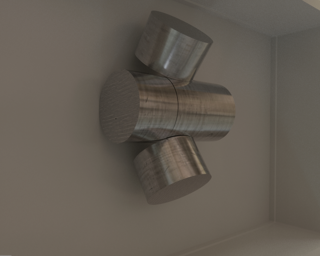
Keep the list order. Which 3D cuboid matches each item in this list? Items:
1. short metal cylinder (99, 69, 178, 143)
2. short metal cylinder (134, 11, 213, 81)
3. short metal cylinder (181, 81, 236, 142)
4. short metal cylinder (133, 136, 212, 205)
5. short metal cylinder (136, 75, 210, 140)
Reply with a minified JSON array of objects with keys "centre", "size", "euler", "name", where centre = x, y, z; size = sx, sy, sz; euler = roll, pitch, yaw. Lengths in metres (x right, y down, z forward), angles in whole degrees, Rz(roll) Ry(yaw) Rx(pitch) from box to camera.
[{"centre":[-0.026,-0.023,0.347],"size":[0.050,0.080,0.080],"euler":[2,89,-40],"name":"short metal cylinder"},{"centre":[0.016,-0.099,0.372],"size":[0.081,0.080,0.050],"euler":[2,127,-40],"name":"short metal cylinder"},{"centre":[0.052,-0.022,0.412],"size":[0.050,0.080,0.080],"euler":[2,89,-40],"name":"short metal cylinder"},{"centre":[0.014,0.052,0.371],"size":[0.081,0.080,0.050],"euler":[0,56,-40],"name":"short metal cylinder"},{"centre":[0.014,-0.022,0.380],"size":[0.050,0.080,0.080],"euler":[2,89,-40],"name":"short metal cylinder"}]
